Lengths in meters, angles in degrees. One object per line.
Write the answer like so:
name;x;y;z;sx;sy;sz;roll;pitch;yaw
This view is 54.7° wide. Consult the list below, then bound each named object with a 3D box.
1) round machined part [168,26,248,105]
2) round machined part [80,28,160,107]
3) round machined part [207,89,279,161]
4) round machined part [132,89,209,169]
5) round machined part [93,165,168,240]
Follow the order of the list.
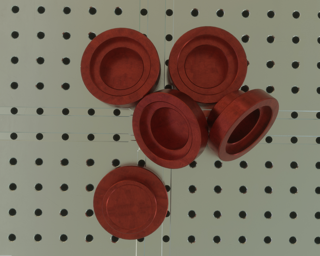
round machined part;0.060;-0.078;0.405;0.099;0.042;0.097;0;88;-1
round machined part;-0.048;-0.074;0.400;0.099;0.042;0.097;0;84;4
round machined part;0.097;-0.008;0.388;0.098;0.098;0.042;-43;56;0
round machined part;0.017;-0.002;0.389;0.098;0.042;0.097;13;115;31
round machined part;-0.038;0.098;0.404;0.099;0.042;0.097;0;90;-1
